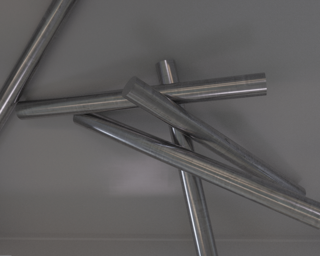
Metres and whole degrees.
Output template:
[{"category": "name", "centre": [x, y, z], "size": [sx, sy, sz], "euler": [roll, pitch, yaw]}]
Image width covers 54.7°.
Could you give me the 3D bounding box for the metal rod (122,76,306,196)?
[{"category": "metal rod", "centre": [0.084, 0.027, 0.382], "size": [0.301, 0.025, 0.025], "euler": [31, 108, -26]}]

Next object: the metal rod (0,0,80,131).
[{"category": "metal rod", "centre": [-0.187, -0.047, 0.392], "size": [0.025, 0.025, 0.299], "euler": [35, 106, -12]}]

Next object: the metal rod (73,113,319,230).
[{"category": "metal rod", "centre": [0.024, 0.034, 0.350], "size": [0.301, 0.025, 0.025], "euler": [21, 111, 22]}]

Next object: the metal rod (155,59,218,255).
[{"category": "metal rod", "centre": [0.038, 0.065, 0.374], "size": [0.025, 0.025, 0.298], "euler": [-12, 86, 4]}]

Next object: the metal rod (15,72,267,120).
[{"category": "metal rod", "centre": [-0.033, -0.035, 0.366], "size": [0.301, 0.025, 0.025], "euler": [-5, 111, 14]}]
